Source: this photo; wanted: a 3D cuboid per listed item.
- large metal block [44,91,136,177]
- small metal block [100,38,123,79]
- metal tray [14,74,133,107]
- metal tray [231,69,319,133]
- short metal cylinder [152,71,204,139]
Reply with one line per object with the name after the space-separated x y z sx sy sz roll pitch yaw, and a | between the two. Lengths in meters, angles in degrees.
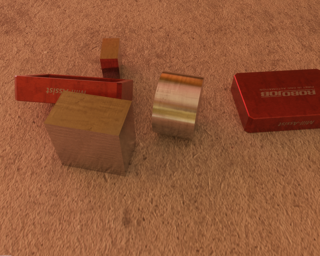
-0.075 0.008 0.360 0.080 0.080 0.050 9 51 7 | large metal block
-0.073 -0.101 0.471 0.025 0.050 0.050 -1 50 -1 | small metal block
-0.107 -0.051 0.410 0.131 0.030 0.090 5 12 3 | metal tray
0.175 -0.040 0.435 0.131 0.030 0.090 -4 50 -3 | metal tray
0.024 -0.029 0.392 0.050 0.080 0.080 10 51 8 | short metal cylinder
